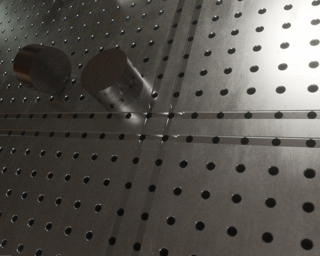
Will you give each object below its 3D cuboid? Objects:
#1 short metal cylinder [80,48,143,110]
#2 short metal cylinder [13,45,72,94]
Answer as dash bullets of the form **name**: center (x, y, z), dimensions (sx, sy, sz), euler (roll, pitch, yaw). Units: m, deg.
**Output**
- **short metal cylinder**: center (-0.073, -0.074, 0.474), dimensions (0.080, 0.050, 0.080), euler (-13, 56, 20)
- **short metal cylinder**: center (-0.204, -0.103, 0.540), dimensions (0.050, 0.080, 0.080), euler (19, 72, 35)
